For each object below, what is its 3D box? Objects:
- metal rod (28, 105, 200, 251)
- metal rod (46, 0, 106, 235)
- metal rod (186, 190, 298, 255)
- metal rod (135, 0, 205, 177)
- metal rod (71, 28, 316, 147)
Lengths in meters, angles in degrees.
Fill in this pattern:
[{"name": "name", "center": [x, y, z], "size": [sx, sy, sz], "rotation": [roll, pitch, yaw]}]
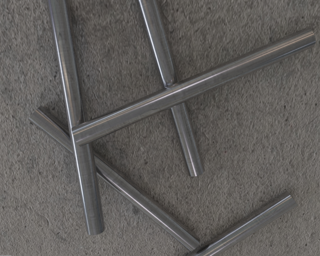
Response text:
[{"name": "metal rod", "center": [-0.055, 0.078, 0.437], "size": [0.300, 0.025, 0.025], "rotation": [43, 105, -14]}, {"name": "metal rod", "center": [-0.102, -0.007, 0.386], "size": [0.025, 0.025, 0.298], "rotation": [-6, 103, 2]}, {"name": "metal rod", "center": [0.076, 0.191, 0.480], "size": [0.300, 0.025, 0.025], "rotation": [-38, 106, 12]}, {"name": "metal rod", "center": [0.008, -0.073, 0.382], "size": [0.025, 0.025, 0.298], "rotation": [-16, 110, 5]}, {"name": "metal rod", "center": [0.040, -0.049, 0.367], "size": [0.301, 0.025, 0.025], "rotation": [-23, 109, -2]}]
